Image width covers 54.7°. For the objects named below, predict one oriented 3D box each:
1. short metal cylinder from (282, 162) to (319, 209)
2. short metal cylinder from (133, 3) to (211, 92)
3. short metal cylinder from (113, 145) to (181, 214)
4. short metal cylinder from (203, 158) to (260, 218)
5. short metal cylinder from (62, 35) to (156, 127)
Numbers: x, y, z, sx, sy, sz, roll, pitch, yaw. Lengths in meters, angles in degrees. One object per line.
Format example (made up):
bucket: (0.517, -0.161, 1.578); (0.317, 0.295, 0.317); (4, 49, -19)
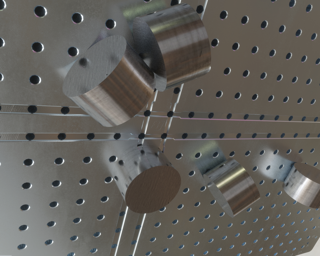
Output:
short metal cylinder: (0.288, 0.110, 0.601); (0.081, 0.080, 0.050); (6, 116, -31)
short metal cylinder: (0.011, -0.085, 0.329); (0.050, 0.080, 0.080); (-23, 127, -14)
short metal cylinder: (-0.018, 0.071, 0.429); (0.081, 0.050, 0.079); (-14, 124, -21)
short metal cylinder: (0.113, 0.095, 0.496); (0.050, 0.080, 0.080); (-32, 129, -8)
short metal cylinder: (-0.051, -0.048, 0.318); (0.080, 0.080, 0.050); (-43, 129, 1)
